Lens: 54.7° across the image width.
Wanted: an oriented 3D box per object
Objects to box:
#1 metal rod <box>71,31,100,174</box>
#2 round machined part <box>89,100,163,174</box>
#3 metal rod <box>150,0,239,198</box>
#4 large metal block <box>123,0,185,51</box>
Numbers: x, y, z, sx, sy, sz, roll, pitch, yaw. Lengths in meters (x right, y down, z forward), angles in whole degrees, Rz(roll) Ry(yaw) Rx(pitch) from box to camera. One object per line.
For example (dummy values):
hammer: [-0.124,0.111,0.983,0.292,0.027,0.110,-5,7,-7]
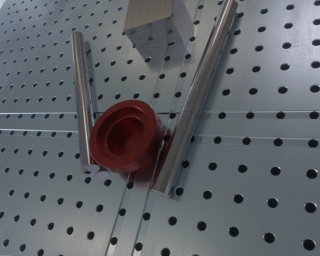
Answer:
metal rod: [-0.128,-0.060,0.511,0.025,0.025,0.299,-25,53,13]
round machined part: [-0.041,0.015,0.410,0.098,0.042,0.098,-13,56,21]
metal rod: [0.053,-0.054,0.413,0.025,0.025,0.300,9,66,32]
large metal block: [-0.007,-0.181,0.507,0.080,0.050,0.080,-8,58,24]
